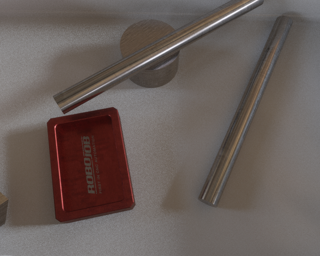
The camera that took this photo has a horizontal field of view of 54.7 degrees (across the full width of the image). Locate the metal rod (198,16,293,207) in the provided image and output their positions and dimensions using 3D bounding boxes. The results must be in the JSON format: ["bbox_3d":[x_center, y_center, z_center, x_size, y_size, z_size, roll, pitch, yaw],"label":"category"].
[{"bbox_3d":[0.123,-0.035,0.423,0.025,0.025,0.300,25,72,8],"label":"metal rod"}]

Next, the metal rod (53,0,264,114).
[{"bbox_3d":[0.007,-0.103,0.394,0.301,0.025,0.025,-31,73,-11],"label":"metal rod"}]

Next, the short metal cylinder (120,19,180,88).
[{"bbox_3d":[-0.013,-0.103,0.434,0.081,0.050,0.080,0,70,0],"label":"short metal cylinder"}]

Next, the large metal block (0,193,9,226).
[{"bbox_3d":[-0.231,0.092,0.340,0.080,0.050,0.080,35,37,11],"label":"large metal block"}]

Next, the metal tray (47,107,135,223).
[{"bbox_3d":[-0.087,0.045,0.389,0.091,0.030,0.129,-11,70,-5],"label":"metal tray"}]
